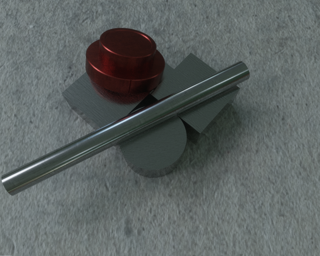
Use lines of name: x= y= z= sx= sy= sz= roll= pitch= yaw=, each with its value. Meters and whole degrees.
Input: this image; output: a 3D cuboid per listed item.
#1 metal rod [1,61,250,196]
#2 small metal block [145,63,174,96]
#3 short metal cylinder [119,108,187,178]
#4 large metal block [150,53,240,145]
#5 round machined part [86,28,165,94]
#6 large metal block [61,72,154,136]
metal rod: x=-0.030 y=-0.005 z=0.357 sx=0.302 sy=0.025 sz=0.025 roll=-27 pitch=73 yaw=-10
small metal block: x=-0.010 y=-0.070 z=0.434 sx=0.050 sy=0.025 sz=0.050 roll=41 pitch=75 yaw=13
short metal cylinder: x=-0.009 y=0.018 z=0.389 sx=0.081 sy=0.050 sz=0.080 roll=0 pitch=70 yaw=0
large metal block: x=0.044 y=-0.038 z=0.411 sx=0.080 sy=0.050 sz=0.080 roll=40 pitch=74 yaw=13
round machined part: x=-0.041 y=-0.089 z=0.385 sx=0.099 sy=0.042 sz=0.098 roll=8 pitch=43 yaw=-8
large metal block: x=-0.065 y=-0.037 z=0.408 sx=0.080 sy=0.050 sz=0.080 roll=40 pitch=75 yaw=13
